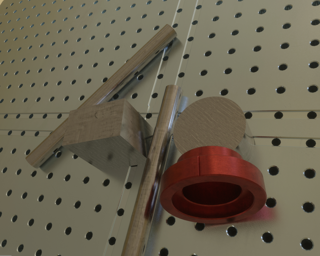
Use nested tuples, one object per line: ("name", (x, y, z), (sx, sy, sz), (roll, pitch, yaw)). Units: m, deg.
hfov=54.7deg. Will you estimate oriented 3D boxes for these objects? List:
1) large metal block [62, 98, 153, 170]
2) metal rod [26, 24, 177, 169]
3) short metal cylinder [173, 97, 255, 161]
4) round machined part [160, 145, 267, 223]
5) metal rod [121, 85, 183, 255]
("large metal block", (-0.062, 0.012, 0.397), (0.080, 0.080, 0.050), (-10, 58, 22))
("metal rod", (-0.089, -0.051, 0.484), (0.300, 0.025, 0.025), (-44, 51, -3))
("short metal cylinder", (0.062, 0.011, 0.352), (0.080, 0.050, 0.080), (-13, 56, 20))
("round machined part", (0.050, 0.053, 0.303), (0.098, 0.098, 0.042), (-14, 47, 20))
("metal rod", (-0.014, 0.079, 0.365), (0.025, 0.025, 0.300), (0, 62, 28))
